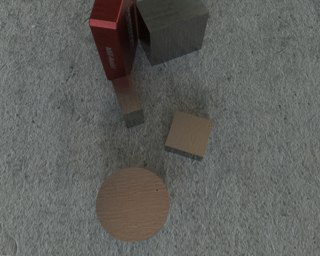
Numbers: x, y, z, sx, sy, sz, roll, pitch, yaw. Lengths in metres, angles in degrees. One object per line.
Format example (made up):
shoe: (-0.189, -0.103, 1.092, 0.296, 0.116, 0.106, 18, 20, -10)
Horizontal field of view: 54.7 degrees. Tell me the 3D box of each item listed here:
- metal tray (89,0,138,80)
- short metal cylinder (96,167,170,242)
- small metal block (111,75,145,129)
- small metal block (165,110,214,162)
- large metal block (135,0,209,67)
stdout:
metal tray: (-0.053, -0.128, 0.399, 0.030, 0.130, 0.090, 9, 71, 3)
short metal cylinder: (-0.030, 0.090, 0.361, 0.081, 0.050, 0.080, 0, 70, 0)
small metal block: (-0.041, -0.033, 0.407, 0.025, 0.050, 0.050, -19, 71, -7)
small metal block: (0.038, 0.011, 0.404, 0.050, 0.025, 0.050, 17, 71, 6)
large metal block: (0.015, -0.139, 0.430, 0.080, 0.080, 0.050, -21, 72, -8)
